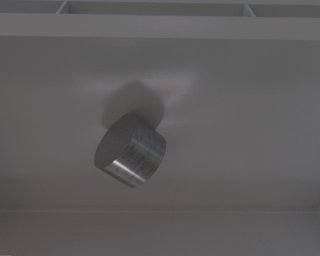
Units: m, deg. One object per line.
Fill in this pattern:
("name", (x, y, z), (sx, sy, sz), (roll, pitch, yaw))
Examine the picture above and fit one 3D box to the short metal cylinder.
("short metal cylinder", (-0.039, 0.029, 0.397), (0.080, 0.080, 0.050), (-37, 121, 27))
